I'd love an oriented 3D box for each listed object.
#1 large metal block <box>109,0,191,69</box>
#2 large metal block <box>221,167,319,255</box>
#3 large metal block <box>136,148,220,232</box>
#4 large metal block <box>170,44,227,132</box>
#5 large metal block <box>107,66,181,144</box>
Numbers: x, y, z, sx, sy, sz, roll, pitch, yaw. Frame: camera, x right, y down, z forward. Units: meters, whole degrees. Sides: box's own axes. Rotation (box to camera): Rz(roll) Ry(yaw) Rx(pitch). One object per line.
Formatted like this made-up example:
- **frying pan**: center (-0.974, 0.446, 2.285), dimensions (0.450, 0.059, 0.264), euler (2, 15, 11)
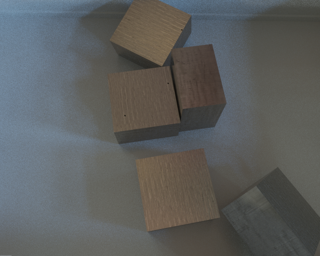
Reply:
- **large metal block**: center (-0.010, -0.129, 0.435), dimensions (0.080, 0.050, 0.080), euler (28, 84, 9)
- **large metal block**: center (0.126, 0.098, 0.340), dimensions (0.050, 0.081, 0.080), euler (-46, 71, 31)
- **large metal block**: center (0.018, 0.075, 0.369), dimensions (0.081, 0.050, 0.080), euler (-9, 70, -4)
- **large metal block**: center (0.044, -0.048, 0.399), dimensions (0.050, 0.080, 0.080), euler (-8, 70, -3)
- **large metal block**: center (-0.021, -0.029, 0.407), dimensions (0.081, 0.050, 0.080), euler (-8, 70, -4)
